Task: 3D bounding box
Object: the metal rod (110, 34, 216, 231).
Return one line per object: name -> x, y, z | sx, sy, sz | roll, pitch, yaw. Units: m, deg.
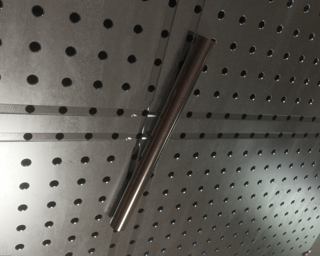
metal rod -> -0.004, 0.019, 0.422 | 0.025, 0.025, 0.298 | 12, 112, -34
